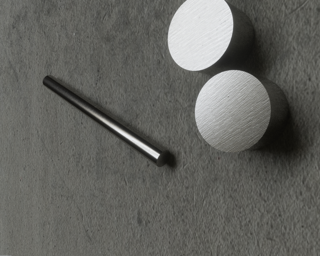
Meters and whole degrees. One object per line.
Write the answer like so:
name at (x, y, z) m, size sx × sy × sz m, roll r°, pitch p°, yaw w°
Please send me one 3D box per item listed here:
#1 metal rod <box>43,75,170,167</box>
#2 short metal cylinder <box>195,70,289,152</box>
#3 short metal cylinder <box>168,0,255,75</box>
metal rod at (-0.100, -0.023, 0.487) m, size 0.300 × 0.025 × 0.025 m, roll 31°, pitch 109°, yaw 35°
short metal cylinder at (0.084, -0.016, 0.320) m, size 0.080 × 0.050 × 0.080 m, roll 0°, pitch 90°, yaw 40°
short metal cylinder at (0.056, -0.100, 0.343) m, size 0.080 × 0.050 × 0.080 m, roll 0°, pitch 90°, yaw 40°
